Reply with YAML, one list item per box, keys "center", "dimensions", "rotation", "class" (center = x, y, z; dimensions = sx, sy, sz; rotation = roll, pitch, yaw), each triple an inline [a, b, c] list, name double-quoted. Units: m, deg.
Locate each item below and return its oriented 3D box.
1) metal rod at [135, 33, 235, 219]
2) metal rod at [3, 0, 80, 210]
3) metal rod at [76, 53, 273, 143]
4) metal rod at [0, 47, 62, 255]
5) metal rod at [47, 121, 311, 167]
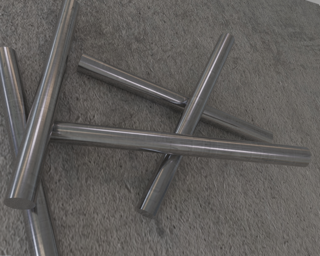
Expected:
- center: [0.045, -0.022, 0.412]
  dimensions: [0.025, 0.025, 0.300]
  rotation: [32, 60, -8]
  class: "metal rod"
- center: [-0.122, -0.055, 0.351]
  dimensions: [0.025, 0.025, 0.300]
  rotation: [14, 50, -20]
  class: "metal rod"
- center: [0.032, -0.034, 0.441]
  dimensions: [0.302, 0.025, 0.025]
  rotation: [21, 54, -16]
  class: "metal rod"
- center: [-0.129, 0.045, 0.306]
  dimensions: [0.025, 0.025, 0.299]
  rotation: [-8, 66, -32]
  class: "metal rod"
- center: [0.027, 0.019, 0.356]
  dimensions: [0.302, 0.025, 0.025]
  rotation: [6, 58, -7]
  class: "metal rod"
